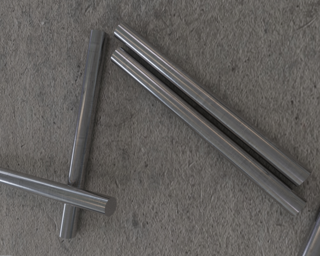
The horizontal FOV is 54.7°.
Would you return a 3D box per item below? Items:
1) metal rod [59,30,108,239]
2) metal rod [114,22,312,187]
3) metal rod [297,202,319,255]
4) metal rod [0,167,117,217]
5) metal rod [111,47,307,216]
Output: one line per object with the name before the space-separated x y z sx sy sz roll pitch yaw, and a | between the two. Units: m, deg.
metal rod | -0.111 0.011 0.448 0.025 0.025 0.298 11 94 19
metal rod | 0.054 -0.039 0.389 0.300 0.025 0.025 42 103 15
metal rod | 0.217 0.011 0.332 0.025 0.025 0.298 22 97 18
metal rod | -0.196 0.082 0.459 0.301 0.025 0.025 8 93 26
metal rod | 0.050 -0.005 0.391 0.300 0.025 0.025 42 103 15
